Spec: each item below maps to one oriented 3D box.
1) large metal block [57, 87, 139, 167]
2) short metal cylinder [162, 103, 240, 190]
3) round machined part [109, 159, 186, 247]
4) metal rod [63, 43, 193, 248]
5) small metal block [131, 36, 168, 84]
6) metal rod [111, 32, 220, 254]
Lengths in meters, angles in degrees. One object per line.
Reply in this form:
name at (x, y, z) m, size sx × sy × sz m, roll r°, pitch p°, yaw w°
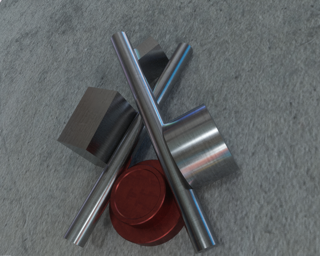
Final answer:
large metal block at (-0.071, 0.004, 0.403) m, size 0.050 × 0.080 × 0.080 m, roll 12°, pitch 68°, yaw 33°
short metal cylinder at (0.044, 0.020, 0.334) m, size 0.050 × 0.080 × 0.080 m, roll -28°, pitch 52°, yaw 10°
round machined part at (-0.017, 0.081, 0.353) m, size 0.098 × 0.042 × 0.098 m, roll -13°, pitch 56°, yaw 20°
metal rod at (-0.028, 0.004, 0.397) m, size 0.025 × 0.025 × 0.300 m, roll 12°, pitch 62°, yaw 33°
small metal block at (-0.017, -0.097, 0.456) m, size 0.050 × 0.050 × 0.025 m, roll -38°, pitch 51°, yaw 2°
metal rod at (-0.006, -0.006, 0.367) m, size 0.025 × 0.025 × 0.299 m, roll -29°, pitch 61°, yaw 10°
